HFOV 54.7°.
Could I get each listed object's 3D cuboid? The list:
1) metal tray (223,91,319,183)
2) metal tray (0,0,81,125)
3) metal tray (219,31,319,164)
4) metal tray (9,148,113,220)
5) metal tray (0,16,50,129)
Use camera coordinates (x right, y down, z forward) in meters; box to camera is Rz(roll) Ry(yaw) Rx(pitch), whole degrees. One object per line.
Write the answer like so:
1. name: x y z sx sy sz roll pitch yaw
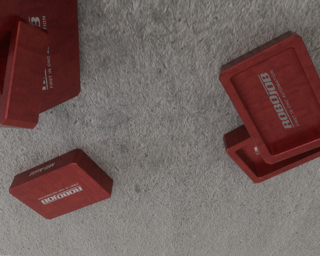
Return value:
1. metal tray: 0.165 0.017 0.419 0.130 0.030 0.090 -31 124 23
2. metal tray: -0.123 -0.075 0.299 0.030 0.091 0.129 32 134 24
3. metal tray: 0.136 -0.030 0.352 0.090 0.030 0.130 -26 108 22
4. metal tray: -0.151 0.091 0.479 0.130 0.030 0.090 -23 127 18
5. metal tray: -0.164 -0.047 0.292 0.130 0.090 0.030 2 174 32
